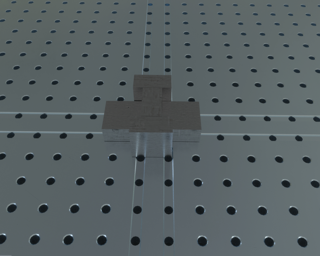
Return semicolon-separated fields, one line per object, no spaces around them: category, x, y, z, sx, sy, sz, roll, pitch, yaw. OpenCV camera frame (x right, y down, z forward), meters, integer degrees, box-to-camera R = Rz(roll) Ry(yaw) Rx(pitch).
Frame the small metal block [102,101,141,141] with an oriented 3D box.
small metal block;-0.048;-0.010;0.415;0.050;0.025;0.050;0;50;0

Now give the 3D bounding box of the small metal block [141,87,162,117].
small metal block;-0.010;-0.018;0.405;0.025;0.050;0.050;1;50;0

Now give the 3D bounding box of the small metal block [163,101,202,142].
small metal block;0.028;-0.009;0.415;0.050;0.025;0.050;1;50;0

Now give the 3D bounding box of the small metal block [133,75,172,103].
small metal block;-0.010;-0.046;0.430;0.050;0.050;0.025;1;50;0

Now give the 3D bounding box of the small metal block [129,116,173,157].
small metal block;-0.010;0.011;0.381;0.050;0.050;0.025;1;50;0
